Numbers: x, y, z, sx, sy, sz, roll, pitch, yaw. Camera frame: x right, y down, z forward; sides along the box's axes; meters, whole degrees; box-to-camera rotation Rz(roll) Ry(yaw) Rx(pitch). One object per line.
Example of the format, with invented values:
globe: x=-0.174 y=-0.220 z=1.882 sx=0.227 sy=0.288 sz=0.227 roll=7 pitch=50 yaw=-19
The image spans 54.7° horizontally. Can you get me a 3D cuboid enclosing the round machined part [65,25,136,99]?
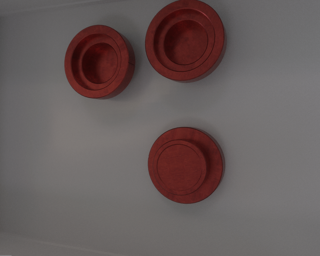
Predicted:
round machined part: x=-0.078 y=-0.088 z=0.429 sx=0.098 sy=0.042 sz=0.097 roll=0 pitch=90 yaw=20

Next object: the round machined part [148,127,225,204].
round machined part: x=0.030 y=0.047 z=0.391 sx=0.098 sy=0.042 sz=0.097 roll=0 pitch=90 yaw=20

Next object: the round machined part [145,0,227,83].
round machined part: x=0.034 y=-0.105 z=0.389 sx=0.098 sy=0.042 sz=0.097 roll=0 pitch=90 yaw=20
